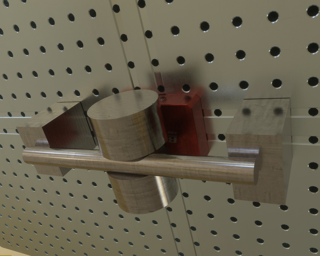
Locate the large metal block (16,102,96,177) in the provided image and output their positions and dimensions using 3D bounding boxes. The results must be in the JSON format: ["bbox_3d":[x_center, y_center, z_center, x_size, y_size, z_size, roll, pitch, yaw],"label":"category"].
[{"bbox_3d":[-0.151,0.014,0.463,0.050,0.080,0.080,1,119,28],"label":"large metal block"}]

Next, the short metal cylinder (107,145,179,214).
[{"bbox_3d":[-0.021,0.060,0.385,0.080,0.080,0.050,1,119,28],"label":"short metal cylinder"}]

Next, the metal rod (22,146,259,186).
[{"bbox_3d":[-0.044,0.039,0.354,0.300,0.025,0.025,1,119,27],"label":"metal rod"}]

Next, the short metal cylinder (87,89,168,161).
[{"bbox_3d":[-0.036,-0.006,0.352,0.080,0.080,0.050,1,119,28],"label":"short metal cylinder"}]

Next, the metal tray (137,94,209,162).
[{"bbox_3d":[-0.007,0.004,0.414,0.130,0.030,0.089,1,119,27],"label":"metal tray"}]

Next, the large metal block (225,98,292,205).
[{"bbox_3d":[0.109,0.022,0.330,0.050,0.080,0.080,1,119,28],"label":"large metal block"}]
